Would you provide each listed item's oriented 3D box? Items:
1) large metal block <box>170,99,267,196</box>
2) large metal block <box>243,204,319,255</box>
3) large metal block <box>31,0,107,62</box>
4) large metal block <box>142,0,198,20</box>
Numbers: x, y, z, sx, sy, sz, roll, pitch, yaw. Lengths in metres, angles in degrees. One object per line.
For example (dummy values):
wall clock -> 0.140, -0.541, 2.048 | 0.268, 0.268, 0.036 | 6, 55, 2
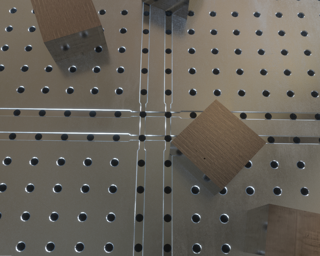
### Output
large metal block -> 0.070, 0.025, 0.390 | 0.080, 0.050, 0.080 | -43, 76, -14
large metal block -> 0.145, 0.120, 0.340 | 0.080, 0.080, 0.050 | 11, 71, 3
large metal block -> -0.132, -0.154, 0.453 | 0.081, 0.050, 0.080 | -20, 71, -8
large metal block -> 0.025, -0.229, 0.483 | 0.080, 0.050, 0.080 | 25, 72, 8
